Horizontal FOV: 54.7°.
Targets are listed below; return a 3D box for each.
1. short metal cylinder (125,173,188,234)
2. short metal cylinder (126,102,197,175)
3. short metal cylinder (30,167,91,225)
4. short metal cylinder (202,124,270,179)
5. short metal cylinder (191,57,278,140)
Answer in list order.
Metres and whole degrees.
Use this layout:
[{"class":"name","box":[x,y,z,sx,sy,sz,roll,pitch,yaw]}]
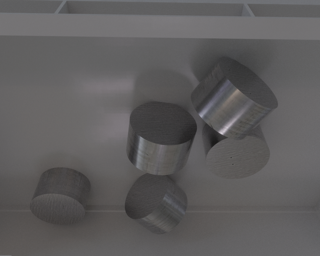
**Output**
[{"class":"short metal cylinder","box":[-0.006,0.112,0.468,0.080,0.080,0.050,-30,124,23]},{"class":"short metal cylinder","box":[0.001,0.011,0.383,0.081,0.080,0.050,7,130,-6]},{"class":"short metal cylinder","box":[-0.153,0.107,0.482,0.081,0.050,0.079,0,130,0]},{"class":"short metal cylinder","box":[0.099,0.023,0.413,0.081,0.050,0.079,0,130,0]},{"class":"short metal cylinder","box":[0.082,-0.033,0.345,0.080,0.080,0.050,25,126,-20]}]
